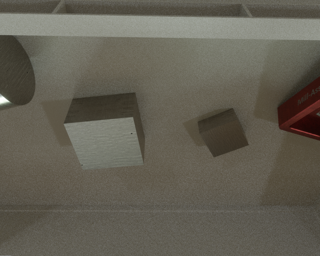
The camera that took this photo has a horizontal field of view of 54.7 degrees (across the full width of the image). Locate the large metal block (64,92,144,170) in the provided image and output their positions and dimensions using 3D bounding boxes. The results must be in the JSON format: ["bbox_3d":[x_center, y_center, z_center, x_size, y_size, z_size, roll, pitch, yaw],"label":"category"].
[{"bbox_3d":[-0.066,0.005,0.396,0.080,0.050,0.080,-5,130,4],"label":"large metal block"}]

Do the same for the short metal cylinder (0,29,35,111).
[{"bbox_3d":[-0.176,-0.057,0.322,0.050,0.080,0.080,-12,129,10],"label":"short metal cylinder"}]

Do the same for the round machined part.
[{"bbox_3d":[0.166,0.199,0.539,0.099,0.098,0.042,-4,117,3],"label":"round machined part"}]

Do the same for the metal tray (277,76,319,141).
[{"bbox_3d":[0.212,-0.028,0.354,0.091,0.030,0.129,15,151,-13],"label":"metal tray"}]

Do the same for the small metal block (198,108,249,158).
[{"bbox_3d":[0.085,0.007,0.417,0.050,0.025,0.050,-22,127,17],"label":"small metal block"}]
